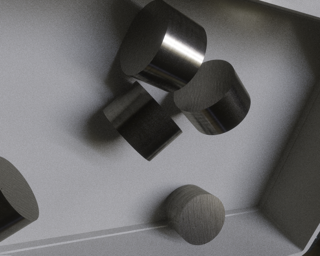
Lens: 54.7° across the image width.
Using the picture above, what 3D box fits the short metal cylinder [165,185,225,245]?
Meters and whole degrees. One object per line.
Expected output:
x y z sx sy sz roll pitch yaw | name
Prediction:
0.055 0.135 0.489 0.081 0.050 0.079 -3 98 -23 | short metal cylinder

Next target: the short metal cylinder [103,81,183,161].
-0.019 -0.008 0.357 0.050 0.080 0.080 -42 129 0 | short metal cylinder

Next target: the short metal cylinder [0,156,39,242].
-0.173 0.077 0.326 0.050 0.080 0.080 -32 129 -8 | short metal cylinder

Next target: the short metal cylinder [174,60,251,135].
0.064 -0.038 0.385 0.080 0.080 0.050 -43 129 1 | short metal cylinder

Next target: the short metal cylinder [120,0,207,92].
0.002 -0.083 0.322 0.050 0.080 0.080 19 108 -36 | short metal cylinder
